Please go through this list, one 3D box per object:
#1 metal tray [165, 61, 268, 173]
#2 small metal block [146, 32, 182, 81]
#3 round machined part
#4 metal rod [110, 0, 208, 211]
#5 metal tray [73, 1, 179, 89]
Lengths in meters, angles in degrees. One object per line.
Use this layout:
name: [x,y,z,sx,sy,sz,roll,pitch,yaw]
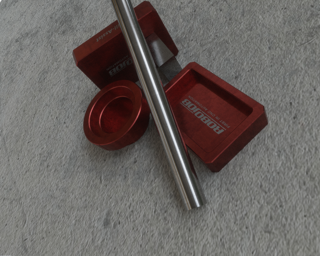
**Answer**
metal tray: [0.053,-0.019,0.385,0.090,0.030,0.130,-44,51,-3]
small metal block: [0.004,-0.100,0.441,0.025,0.050,0.050,-38,66,5]
round machined part: [-0.054,-0.014,0.425,0.098,0.042,0.098,-16,57,26]
metal rod: [-0.010,-0.051,0.372,0.025,0.025,0.299,-23,75,14]
metal tray: [-0.048,-0.110,0.454,0.130,0.090,0.030,-33,52,7]
